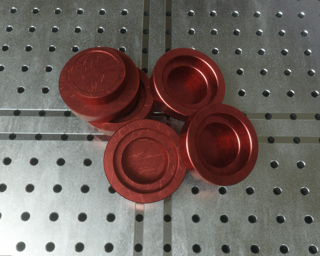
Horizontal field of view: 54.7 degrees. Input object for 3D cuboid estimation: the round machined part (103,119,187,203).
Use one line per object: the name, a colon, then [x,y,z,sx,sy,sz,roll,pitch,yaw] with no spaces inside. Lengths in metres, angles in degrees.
round machined part: [-0.019,0.040,0.379,0.099,0.042,0.097,1,84,-10]

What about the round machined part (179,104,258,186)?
round machined part: [0.068,0.022,0.383,0.099,0.042,0.097,3,80,-21]

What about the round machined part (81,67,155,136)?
round machined part: [-0.056,-0.035,0.414,0.099,0.042,0.098,0,70,-1]

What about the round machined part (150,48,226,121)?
round machined part: [0.033,-0.054,0.413,0.099,0.042,0.098,6,70,-16]

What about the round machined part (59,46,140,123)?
round machined part: [-0.075,-0.059,0.378,0.099,0.042,0.098,0,70,-1]
